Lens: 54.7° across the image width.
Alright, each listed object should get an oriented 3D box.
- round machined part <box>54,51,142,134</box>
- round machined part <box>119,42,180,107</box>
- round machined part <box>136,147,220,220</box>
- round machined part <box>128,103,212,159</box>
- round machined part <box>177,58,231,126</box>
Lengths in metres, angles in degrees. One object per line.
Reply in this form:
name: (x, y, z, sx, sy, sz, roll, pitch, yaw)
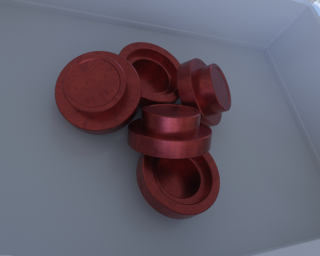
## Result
round machined part: (-0.071, -0.044, 0.353, 0.099, 0.042, 0.098, 0, 76, 0)
round machined part: (-0.017, -0.065, 0.422, 0.099, 0.042, 0.098, 14, 56, -21)
round machined part: (0.018, 0.059, 0.366, 0.099, 0.042, 0.098, 14, 56, -21)
round machined part: (0.012, -0.002, 0.363, 0.099, 0.098, 0.042, -7, 110, -31)
round machined part: (0.066, -0.051, 0.430, 0.098, 0.042, 0.098, 33, 49, -48)
